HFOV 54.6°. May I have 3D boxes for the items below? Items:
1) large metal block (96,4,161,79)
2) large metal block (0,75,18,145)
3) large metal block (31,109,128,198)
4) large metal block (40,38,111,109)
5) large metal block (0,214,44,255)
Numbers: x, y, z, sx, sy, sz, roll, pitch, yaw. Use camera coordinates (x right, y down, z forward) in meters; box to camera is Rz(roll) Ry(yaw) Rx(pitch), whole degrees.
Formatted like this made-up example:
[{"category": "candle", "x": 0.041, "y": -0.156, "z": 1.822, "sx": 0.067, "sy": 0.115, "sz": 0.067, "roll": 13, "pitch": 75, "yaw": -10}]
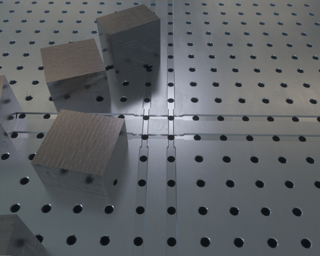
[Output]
[{"category": "large metal block", "x": -0.047, "y": -0.135, "z": 0.486, "sx": 0.081, "sy": 0.080, "sz": 0.050, "roll": -25, "pitch": 54, "yaw": -19}, {"category": "large metal block", "x": -0.241, "y": -0.020, "z": 0.407, "sx": 0.080, "sy": 0.050, "sz": 0.080, "roll": -9, "pitch": 51, "yaw": -8}, {"category": "large metal block", "x": -0.089, "y": 0.029, "z": 0.367, "sx": 0.080, "sy": 0.050, "sz": 0.080, "roll": 9, "pitch": 51, "yaw": 7}, {"category": "large metal block", "x": -0.125, "y": -0.083, "z": 0.461, "sx": 0.081, "sy": 0.050, "sz": 0.080, "roll": -15, "pitch": 52, "yaw": -12}, {"category": "large metal block", "x": -0.159, "y": 0.118, "z": 0.272, "sx": 0.080, "sy": 0.080, "sz": 0.050, "roll": -2, "pitch": 50, "yaw": -2}]
